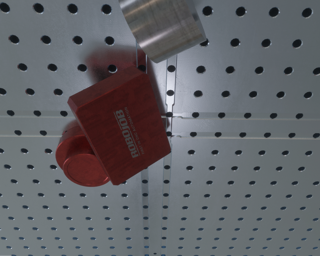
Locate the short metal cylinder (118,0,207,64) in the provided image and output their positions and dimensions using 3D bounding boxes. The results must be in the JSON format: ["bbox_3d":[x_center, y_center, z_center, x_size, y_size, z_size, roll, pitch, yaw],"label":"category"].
[{"bbox_3d":[0.003,-0.107,0.285,0.050,0.080,0.080,-22,127,18],"label":"short metal cylinder"}]

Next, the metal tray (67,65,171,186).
[{"bbox_3d":[-0.043,0.001,0.380,0.091,0.030,0.129,-31,131,-16],"label":"metal tray"}]

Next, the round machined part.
[{"bbox_3d":[-0.098,0.046,0.439,0.099,0.042,0.097,0,130,0],"label":"round machined part"}]
